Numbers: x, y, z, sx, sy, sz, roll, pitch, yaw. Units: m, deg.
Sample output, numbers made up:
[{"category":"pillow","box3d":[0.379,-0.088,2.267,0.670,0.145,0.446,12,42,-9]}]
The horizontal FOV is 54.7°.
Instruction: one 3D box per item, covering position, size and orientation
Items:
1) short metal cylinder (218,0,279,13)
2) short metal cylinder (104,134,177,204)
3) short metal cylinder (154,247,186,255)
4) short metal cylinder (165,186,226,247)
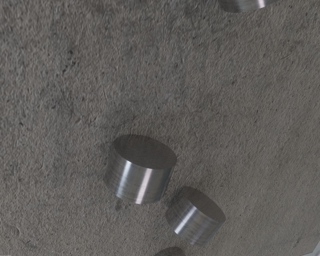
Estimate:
[{"category":"short metal cylinder","box3d":[0.094,-0.164,0.321,0.080,0.080,0.050,-34,129,-6]},{"category":"short metal cylinder","box3d":[-0.024,0.049,0.388,0.081,0.080,0.050,5,116,-31]},{"category":"short metal cylinder","box3d":[0.020,0.266,0.566,0.081,0.050,0.079,-14,124,-21]},{"category":"short metal cylinder","box3d":[0.055,0.137,0.486,0.080,0.080,0.050,25,105,-37]}]
